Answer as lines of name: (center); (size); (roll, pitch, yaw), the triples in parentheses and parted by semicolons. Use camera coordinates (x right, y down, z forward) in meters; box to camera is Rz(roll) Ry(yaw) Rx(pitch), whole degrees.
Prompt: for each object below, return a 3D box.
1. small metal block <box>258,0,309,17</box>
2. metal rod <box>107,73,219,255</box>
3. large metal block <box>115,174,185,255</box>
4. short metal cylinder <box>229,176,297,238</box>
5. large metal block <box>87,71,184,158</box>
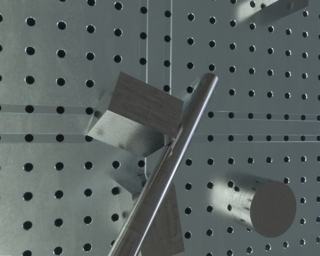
small metal block: (0.187, -0.194, 0.470); (0.050, 0.050, 0.025); (4, 89, -20)
metal rod: (0.013, 0.035, 0.351); (0.025, 0.025, 0.301); (42, 51, -16)
large metal block: (-0.015, 0.105, 0.379); (0.050, 0.080, 0.079); (-10, 94, -20)
short metal cylinder: (0.151, 0.114, 0.457); (0.081, 0.050, 0.079); (0, 90, -20)
large metal block: (-0.031, -0.011, 0.366); (0.080, 0.080, 0.050); (24, 61, -19)
